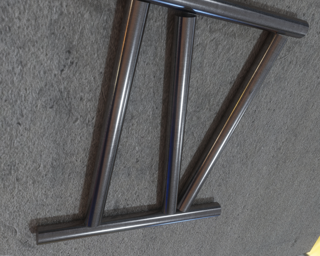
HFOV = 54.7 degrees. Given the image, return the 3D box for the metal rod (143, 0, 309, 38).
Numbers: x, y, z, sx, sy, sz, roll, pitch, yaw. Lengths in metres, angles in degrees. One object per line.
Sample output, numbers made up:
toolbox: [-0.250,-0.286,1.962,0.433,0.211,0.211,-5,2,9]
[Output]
metal rod: [0.065,-0.140,0.359,0.303,0.025,0.025,1,118,-29]

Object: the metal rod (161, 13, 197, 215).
metal rod: [0.021,0.002,0.422,0.025,0.025,0.298,-11,123,-23]

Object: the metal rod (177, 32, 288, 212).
metal rod: [0.098,0.002,0.465,0.025,0.025,0.298,14,111,-35]

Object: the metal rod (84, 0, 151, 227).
metal rod: [-0.058,0.000,0.377,0.025,0.025,0.298,1,118,-29]

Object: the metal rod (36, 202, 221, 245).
metal rod: [-0.030,0.143,0.481,0.303,0.025,0.025,1,118,-29]
